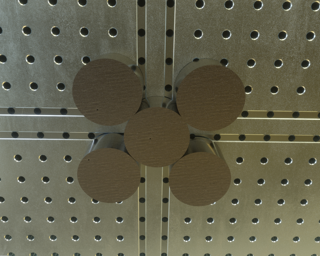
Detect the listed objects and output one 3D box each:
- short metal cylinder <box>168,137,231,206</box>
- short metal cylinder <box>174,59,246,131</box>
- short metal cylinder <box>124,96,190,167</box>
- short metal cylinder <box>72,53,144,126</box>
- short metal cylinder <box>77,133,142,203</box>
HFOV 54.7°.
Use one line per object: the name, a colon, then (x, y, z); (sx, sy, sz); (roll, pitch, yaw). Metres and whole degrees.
short metal cylinder: (0.051, 0.058, 0.422); (0.081, 0.050, 0.079); (0, 110, -1)
short metal cylinder: (0.059, -0.042, 0.383); (0.081, 0.050, 0.079); (0, 110, -1)
short metal cylinder: (-0.004, 0.004, 0.401); (0.081, 0.050, 0.079); (0, 110, -1)
short metal cylinder: (-0.061, -0.049, 0.381); (0.081, 0.050, 0.079); (0, 110, -1)
short metal cylinder: (-0.065, 0.053, 0.418); (0.081, 0.050, 0.079); (0, 110, -1)
